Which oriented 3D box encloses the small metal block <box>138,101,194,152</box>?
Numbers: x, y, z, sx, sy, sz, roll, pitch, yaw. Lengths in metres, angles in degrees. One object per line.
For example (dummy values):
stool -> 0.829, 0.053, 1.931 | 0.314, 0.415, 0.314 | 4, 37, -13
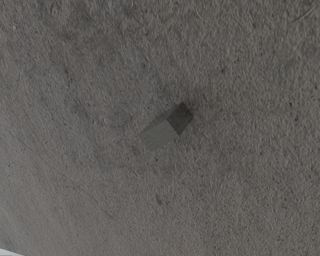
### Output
small metal block -> 0.008, -0.002, 0.386 | 0.050, 0.050, 0.025 | -30, 102, 38
